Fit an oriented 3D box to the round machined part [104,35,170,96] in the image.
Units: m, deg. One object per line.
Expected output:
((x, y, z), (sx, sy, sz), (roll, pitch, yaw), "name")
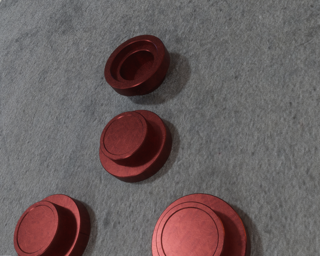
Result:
((-0.030, -0.087, 0.461), (0.098, 0.042, 0.098), (-13, 56, 20), "round machined part")

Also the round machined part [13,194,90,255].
((-0.140, 0.129, 0.385), (0.098, 0.042, 0.098), (-13, 56, 20), "round machined part")

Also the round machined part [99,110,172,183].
((-0.038, 0.017, 0.401), (0.098, 0.042, 0.098), (-13, 56, 20), "round machined part")

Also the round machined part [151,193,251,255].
((0.035, 0.112, 0.305), (0.098, 0.042, 0.098), (-13, 56, 20), "round machined part")
